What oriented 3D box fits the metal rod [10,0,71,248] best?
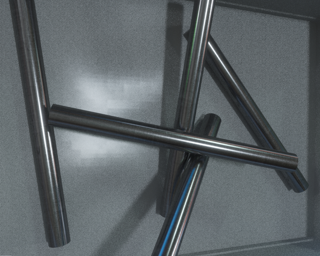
[{"bbox_3d":[-0.138,-0.012,0.359,0.025,0.025,0.298,-9,93,-20],"label":"metal rod"}]

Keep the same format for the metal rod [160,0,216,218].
[{"bbox_3d":[0.035,-0.029,0.392,0.025,0.025,0.298,6,100,-20],"label":"metal rod"}]

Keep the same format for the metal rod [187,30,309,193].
[{"bbox_3d":[0.136,-0.022,0.460,0.025,0.025,0.300,-41,103,-15],"label":"metal rod"}]

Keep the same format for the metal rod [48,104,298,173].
[{"bbox_3d":[0.024,0.015,0.372,0.302,0.025,0.025,12,86,-10],"label":"metal rod"}]

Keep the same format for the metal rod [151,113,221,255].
[{"bbox_3d":[0.022,0.094,0.348,0.025,0.025,0.301,39,50,-16],"label":"metal rod"}]
